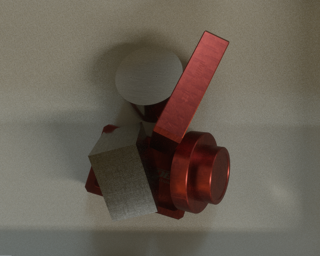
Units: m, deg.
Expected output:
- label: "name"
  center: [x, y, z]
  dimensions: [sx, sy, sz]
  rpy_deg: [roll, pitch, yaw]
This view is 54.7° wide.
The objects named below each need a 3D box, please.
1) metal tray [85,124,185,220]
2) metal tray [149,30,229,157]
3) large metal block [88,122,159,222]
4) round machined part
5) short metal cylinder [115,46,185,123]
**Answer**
- label: "metal tray"
  center: [-0.021, 0.056, 0.406]
  dimensions: [0.131, 0.030, 0.090]
  rpy_deg: [17, 90, 0]
- label: "metal tray"
  center: [0.032, -0.036, 0.362]
  dimensions: [0.030, 0.090, 0.130]
  rpy_deg: [27, 74, 3]
- label: "large metal block"
  center: [-0.037, 0.047, 0.359]
  dimensions: [0.050, 0.080, 0.080]
  rpy_deg: [-15, 106, 6]
- label: "round machined part"
  center: [0.053, 0.054, 0.371]
  dimensions: [0.042, 0.098, 0.097]
  rpy_deg: [6, 90, 30]
- label: "short metal cylinder"
  center: [-0.009, -0.053, 0.382]
  dimensions: [0.080, 0.050, 0.080]
  rpy_deg: [-4, 67, 10]
